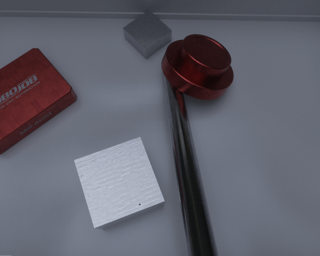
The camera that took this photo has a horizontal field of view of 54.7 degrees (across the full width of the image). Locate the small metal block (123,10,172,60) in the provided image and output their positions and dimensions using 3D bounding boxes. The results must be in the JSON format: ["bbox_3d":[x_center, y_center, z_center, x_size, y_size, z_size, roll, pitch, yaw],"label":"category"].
[{"bbox_3d":[-0.018,-0.139,0.460,0.050,0.025,0.050,-40,75,-14],"label":"small metal block"}]

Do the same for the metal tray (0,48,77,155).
[{"bbox_3d":[-0.193,-0.038,0.419,0.130,0.030,0.090,-39,75,-13],"label":"metal tray"}]

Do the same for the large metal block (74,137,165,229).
[{"bbox_3d":[-0.047,0.067,0.371,0.081,0.050,0.080,-20,71,-7],"label":"large metal block"}]

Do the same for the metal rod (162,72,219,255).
[{"bbox_3d":[0.027,0.029,0.333,0.025,0.025,0.300,-5,45,-2],"label":"metal rod"}]

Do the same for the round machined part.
[{"bbox_3d":[0.055,-0.087,0.413,0.099,0.042,0.098,12,49,-14],"label":"round machined part"}]
